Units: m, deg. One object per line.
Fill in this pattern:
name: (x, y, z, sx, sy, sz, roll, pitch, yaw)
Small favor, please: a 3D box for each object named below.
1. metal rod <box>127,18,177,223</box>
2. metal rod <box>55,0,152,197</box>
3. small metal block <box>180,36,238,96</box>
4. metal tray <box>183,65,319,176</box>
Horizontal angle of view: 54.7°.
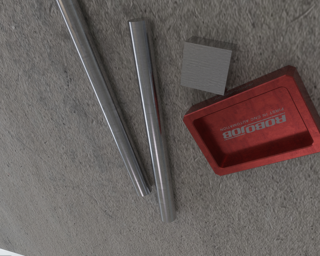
metal rod: (-0.005, 0.009, 0.415, 0.025, 0.025, 0.298, 6, 121, 25)
metal rod: (-0.070, -0.032, 0.423, 0.025, 0.025, 0.298, -5, 116, 30)
small metal block: (0.052, -0.068, 0.337, 0.050, 0.025, 0.050, 16, 125, 18)
metal tray: (0.102, -0.002, 0.348, 0.130, 0.030, 0.090, -22, 107, 36)
